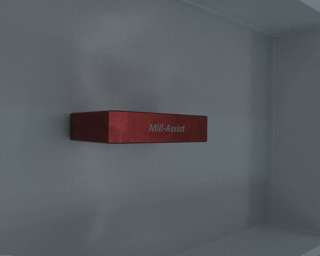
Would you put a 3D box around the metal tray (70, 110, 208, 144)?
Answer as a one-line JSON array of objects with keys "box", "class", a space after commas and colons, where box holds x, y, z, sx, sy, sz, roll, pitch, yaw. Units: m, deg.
[{"box": [-0.021, 0.000, 0.347, 0.131, 0.090, 0.030, 1, 90, -40], "class": "metal tray"}]
